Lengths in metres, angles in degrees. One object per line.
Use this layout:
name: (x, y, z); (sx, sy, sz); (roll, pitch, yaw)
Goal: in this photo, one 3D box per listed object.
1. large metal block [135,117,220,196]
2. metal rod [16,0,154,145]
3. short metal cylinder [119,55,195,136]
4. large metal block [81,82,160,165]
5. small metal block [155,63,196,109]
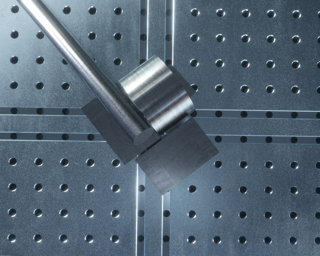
large metal block: (0.019, 0.031, 0.384); (0.080, 0.080, 0.050); (-37, 90, 0)
metal rod: (-0.109, -0.097, 0.360); (0.025, 0.025, 0.300); (-41, 69, 0)
short metal cylinder: (-0.003, -0.037, 0.360); (0.050, 0.080, 0.080); (-37, 90, 0)
large metal block: (-0.044, -0.005, 0.386); (0.050, 0.080, 0.080); (-38, 90, 0)
small metal block: (0.012, -0.049, 0.414); (0.050, 0.025, 0.050); (-42, 91, 0)
